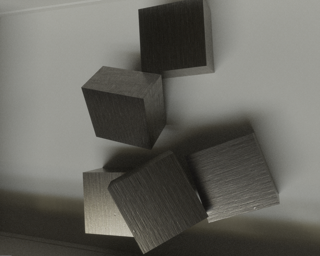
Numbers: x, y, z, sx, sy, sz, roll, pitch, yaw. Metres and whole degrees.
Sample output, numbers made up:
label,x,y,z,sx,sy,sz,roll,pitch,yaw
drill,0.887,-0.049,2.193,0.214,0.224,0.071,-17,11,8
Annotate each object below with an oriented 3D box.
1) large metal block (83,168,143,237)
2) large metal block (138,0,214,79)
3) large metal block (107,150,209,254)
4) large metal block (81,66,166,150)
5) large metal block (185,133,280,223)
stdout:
label,x,y,z,sx,sy,sz,roll,pitch,yaw
large metal block,-0.053,0.096,0.416,0.080,0.050,0.080,-3,89,20
large metal block,0.022,-0.108,0.389,0.080,0.050,0.080,-3,89,20
large metal block,-0.003,0.081,0.356,0.080,0.050,0.080,-28,91,-5
large metal block,-0.042,-0.026,0.391,0.080,0.050,0.080,12,135,19
large metal block,0.086,0.056,0.367,0.080,0.050,0.080,-21,83,18
